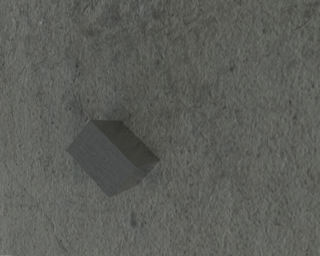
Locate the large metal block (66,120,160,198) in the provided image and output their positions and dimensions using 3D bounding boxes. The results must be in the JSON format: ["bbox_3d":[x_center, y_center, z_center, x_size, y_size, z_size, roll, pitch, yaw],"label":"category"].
[{"bbox_3d":[-0.057,0.035,0.399,0.080,0.080,0.050,44,104,14],"label":"large metal block"}]
